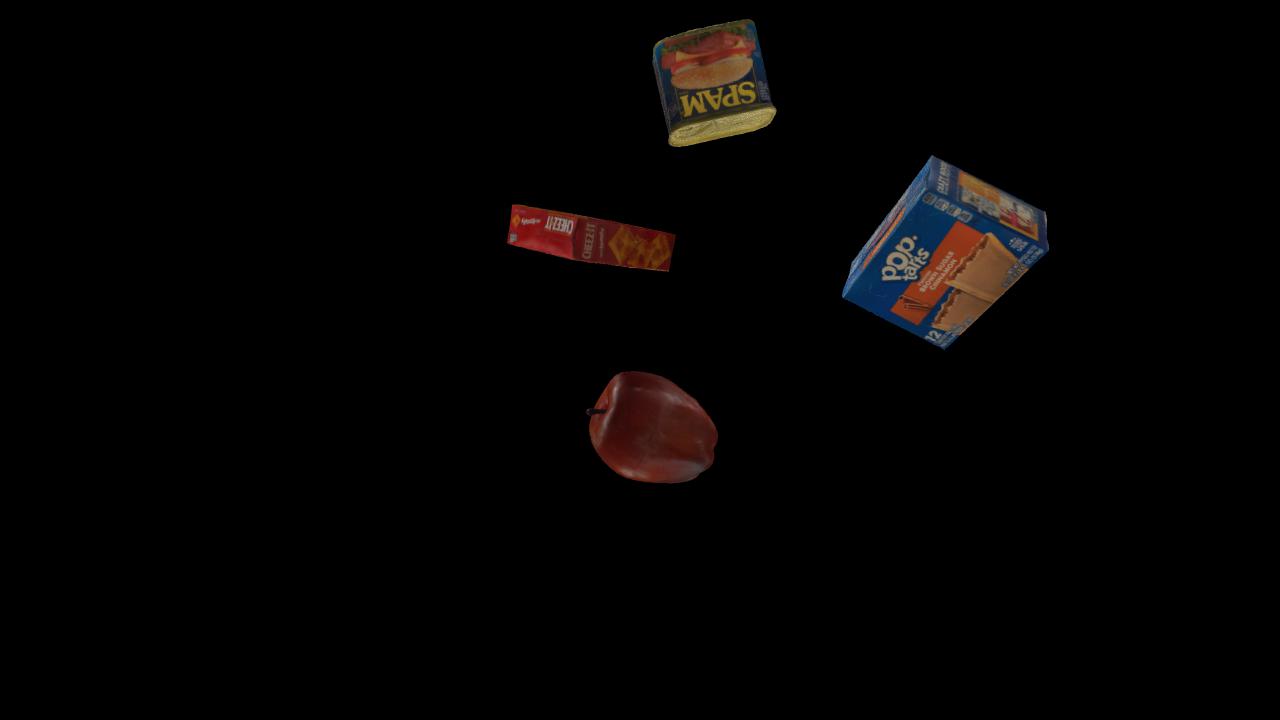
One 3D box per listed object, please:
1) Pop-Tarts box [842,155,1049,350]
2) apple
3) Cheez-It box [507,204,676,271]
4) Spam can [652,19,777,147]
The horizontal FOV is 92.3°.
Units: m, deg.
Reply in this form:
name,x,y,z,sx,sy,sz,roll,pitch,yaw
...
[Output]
name,x,y,z,sx,sy,sz,roll,pitch,yaw
Pop-Tarts box,0.343,-0.118,0.708,0.141,0.083,0.167,28,-42,3
apple,0.007,0.049,0.436,0.093,0.079,0.079,21,-3,-9
Cheez-It box,-0.076,-0.195,0.996,0.166,0.071,0.223,19,14,41
Spam can,0.068,-0.257,0.576,0.101,0.085,0.058,-12,1,0
